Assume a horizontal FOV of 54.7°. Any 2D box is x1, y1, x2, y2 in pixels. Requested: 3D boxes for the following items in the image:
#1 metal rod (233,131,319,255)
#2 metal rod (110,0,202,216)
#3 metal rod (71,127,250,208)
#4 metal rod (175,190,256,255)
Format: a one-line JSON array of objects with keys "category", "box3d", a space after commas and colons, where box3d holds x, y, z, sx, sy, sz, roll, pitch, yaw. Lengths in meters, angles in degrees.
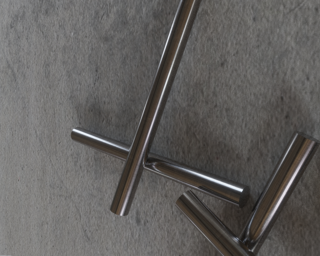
[{"category": "metal rod", "box3d": [0.086, 0.141, 0.333, 0.025, 0.025, 0.298, 33, 110, 34]}, {"category": "metal rod", "box3d": [-0.005, -0.032, 0.385, 0.025, 0.025, 0.298, 24, 98, 37]}, {"category": "metal rod", "box3d": [-0.024, 0.042, 0.422, 0.300, 0.025, 0.025, 16, 100, 38]}, {"category": "metal rod", "box3d": [0.121, 0.167, 0.270, 0.300, 0.025, 0.025, 43, 116, 31]}]
